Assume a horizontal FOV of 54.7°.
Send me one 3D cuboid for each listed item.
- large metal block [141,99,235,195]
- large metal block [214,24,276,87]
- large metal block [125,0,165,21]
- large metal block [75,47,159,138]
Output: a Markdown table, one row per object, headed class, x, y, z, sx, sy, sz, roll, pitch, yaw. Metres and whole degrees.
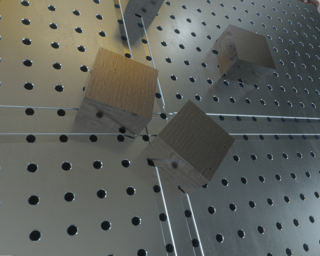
| class | x | y | z | sx | sy | sz | roll | pitch | yaw |
| --- | --- | --- | --- | --- | --- | --- | --- | --- | --- |
| large metal block | 0.037 | 0.024 | 0.399 | 0.080 | 0.050 | 0.080 | 42 | 51 | 0 |
| large metal block | 0.150 | -0.129 | 0.554 | 0.081 | 0.050 | 0.080 | 9 | 58 | -24 |
| large metal block | -0.013 | -0.242 | 0.515 | 0.050 | 0.080 | 0.080 | 20 | 54 | -17 |
| large metal block | -0.053 | -0.044 | 0.392 | 0.081 | 0.050 | 0.080 | 19 | 54 | -18 |
